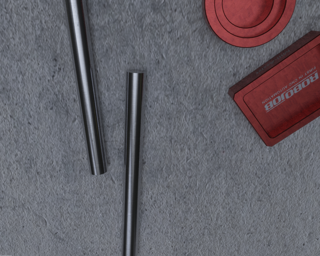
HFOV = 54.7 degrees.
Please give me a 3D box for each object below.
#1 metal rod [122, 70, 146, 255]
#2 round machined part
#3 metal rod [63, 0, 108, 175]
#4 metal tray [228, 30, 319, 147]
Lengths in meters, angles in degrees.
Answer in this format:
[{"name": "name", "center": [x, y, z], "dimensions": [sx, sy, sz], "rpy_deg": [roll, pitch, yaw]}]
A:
[{"name": "metal rod", "center": [-0.039, 0.069, 0.434], "dimensions": [0.025, 0.025, 0.298], "rpy_deg": [3, 110, -2]}, {"name": "round machined part", "center": [0.096, -0.142, 0.350], "dimensions": [0.099, 0.042, 0.097], "rpy_deg": [0, 110, -1]}, {"name": "metal rod", "center": [-0.094, -0.080, 0.378], "dimensions": [0.025, 0.025, 0.298], "rpy_deg": [-3, 110, 1]}, {"name": "metal tray", "center": [0.166, -0.048, 0.391], "dimensions": [0.130, 0.030, 0.090], "rpy_deg": [-36, 107, 12]}]
